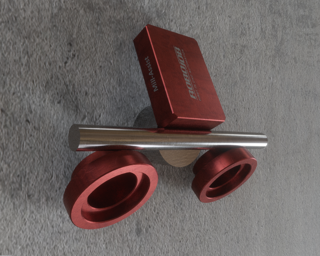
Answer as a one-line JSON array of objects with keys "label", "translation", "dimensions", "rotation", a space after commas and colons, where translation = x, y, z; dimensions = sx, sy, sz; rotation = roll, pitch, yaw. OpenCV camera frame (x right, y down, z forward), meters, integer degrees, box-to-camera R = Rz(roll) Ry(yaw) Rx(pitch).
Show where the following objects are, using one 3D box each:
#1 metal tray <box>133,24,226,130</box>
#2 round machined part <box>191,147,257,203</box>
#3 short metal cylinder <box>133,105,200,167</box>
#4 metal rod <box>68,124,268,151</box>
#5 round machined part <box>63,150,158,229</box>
[{"label": "metal tray", "translation": [0.024, -0.061, 0.390], "dimensions": [0.091, 0.030, 0.130], "rotation": [3, 62, -40]}, {"label": "round machined part", "translation": [0.087, 0.061, 0.448], "dimensions": [0.099, 0.042, 0.097], "rotation": [-22, 144, -17]}, {"label": "short metal cylinder", "translation": [0.011, 0.008, 0.401], "dimensions": [0.081, 0.050, 0.079], "rotation": [0, 90, -40]}, {"label": "metal rod", "translation": [0.038, 0.014, 0.376], "dimensions": [0.302, 0.025, 0.025], "rotation": [3, 88, -40]}, {"label": "round machined part", "translation": [-0.055, 0.059, 0.330], "dimensions": [0.099, 0.042, 0.097], "rotation": [-24, 141, -21]}]
